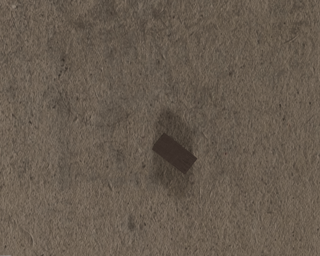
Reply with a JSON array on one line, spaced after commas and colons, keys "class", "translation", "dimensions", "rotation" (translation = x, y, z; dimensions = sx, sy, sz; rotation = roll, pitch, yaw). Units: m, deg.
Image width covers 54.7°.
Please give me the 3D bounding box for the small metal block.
[{"class": "small metal block", "translation": [0.018, 0.031, 0.398], "dimensions": [0.050, 0.050, 0.025], "rotation": [38, 90, -1]}]
